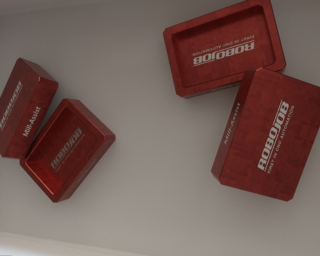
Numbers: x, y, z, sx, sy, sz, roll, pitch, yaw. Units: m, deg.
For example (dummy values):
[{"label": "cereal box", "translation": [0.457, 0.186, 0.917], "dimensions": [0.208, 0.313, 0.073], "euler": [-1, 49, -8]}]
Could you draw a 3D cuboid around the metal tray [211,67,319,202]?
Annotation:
[{"label": "metal tray", "translation": [0.121, 0.008, 0.343], "dimensions": [0.091, 0.030, 0.129], "euler": [16, 96, -10]}]

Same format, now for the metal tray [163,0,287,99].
[{"label": "metal tray", "translation": [0.077, -0.095, 0.380], "dimensions": [0.130, 0.030, 0.090], "euler": [-13, 86, 19]}]

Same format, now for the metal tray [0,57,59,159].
[{"label": "metal tray", "translation": [-0.209, -0.030, 0.464], "dimensions": [0.090, 0.030, 0.129], "euler": [37, 103, 39]}]

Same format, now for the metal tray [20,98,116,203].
[{"label": "metal tray", "translation": [-0.138, 0.033, 0.456], "dimensions": [0.090, 0.030, 0.130], "euler": [43, 103, 15]}]
